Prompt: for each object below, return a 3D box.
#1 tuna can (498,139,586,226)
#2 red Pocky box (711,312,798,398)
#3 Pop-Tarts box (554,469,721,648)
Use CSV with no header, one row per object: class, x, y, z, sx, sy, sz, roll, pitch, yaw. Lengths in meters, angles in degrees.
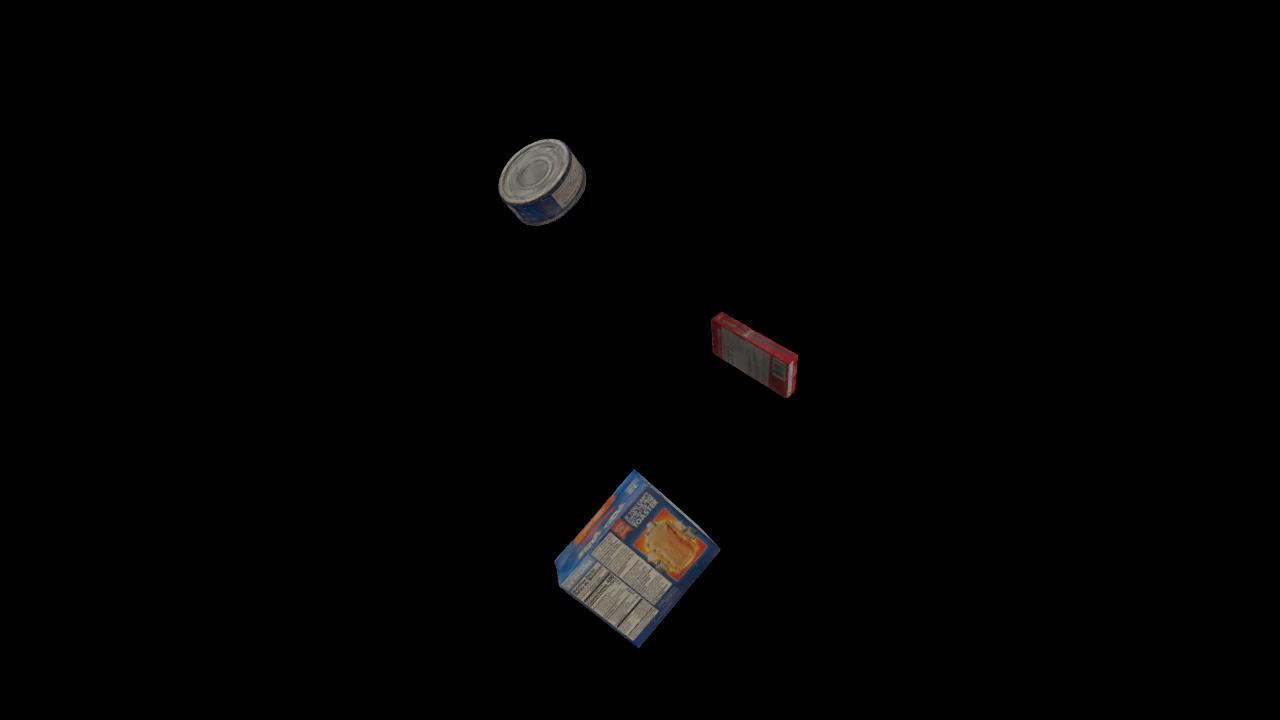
tuna can,-0.098,-0.177,0.608,0.084,0.084,0.034,0,-25,26
red Pocky box,0.179,-0.010,0.971,0.028,0.083,0.155,-38,53,-24
Pop-Tarts box,-0.005,0.260,0.818,0.141,0.167,0.083,43,-7,-14
